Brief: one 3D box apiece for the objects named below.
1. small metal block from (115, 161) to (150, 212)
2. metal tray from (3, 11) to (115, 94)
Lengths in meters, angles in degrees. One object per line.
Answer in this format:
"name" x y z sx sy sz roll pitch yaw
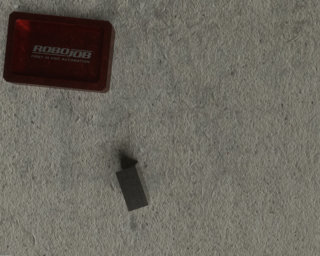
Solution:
"small metal block" -0.034 0.073 0.397 0.025 0.050 0.050 -19 90 0
"metal tray" -0.130 -0.097 0.406 0.131 0.030 0.089 6 90 0
